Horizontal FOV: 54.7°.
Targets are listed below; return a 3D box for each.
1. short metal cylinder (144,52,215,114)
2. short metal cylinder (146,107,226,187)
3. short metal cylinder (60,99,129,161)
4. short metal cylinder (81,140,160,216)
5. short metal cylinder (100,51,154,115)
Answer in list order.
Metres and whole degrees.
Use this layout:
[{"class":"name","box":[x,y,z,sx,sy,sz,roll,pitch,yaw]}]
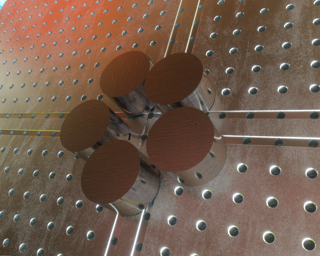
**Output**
[{"class":"short metal cylinder","box":[0.026,-0.052,0.409,0.080,0.050,0.080,-13,56,21]},{"class":"short metal cylinder","box":[0.031,0.022,0.361,0.080,0.050,0.080,-13,58,21]},{"class":"short metal cylinder","box":[-0.091,0.007,0.436,0.080,0.050,0.080,-13,57,21]},{"class":"short metal cylinder","box":[-0.048,0.061,0.378,0.080,0.050,0.080,-14,55,21]},{"class":"short metal cylinder","box":[-0.040,-0.065,0.452,0.080,0.050,0.080,-13,56,21]}]
